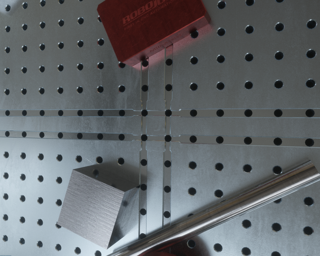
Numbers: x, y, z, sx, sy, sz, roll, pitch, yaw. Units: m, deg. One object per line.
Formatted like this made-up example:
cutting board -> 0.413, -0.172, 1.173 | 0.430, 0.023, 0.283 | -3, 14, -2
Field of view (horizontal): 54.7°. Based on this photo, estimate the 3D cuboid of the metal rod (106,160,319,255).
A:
metal rod -> 0.053, 0.120, 0.393 | 0.300, 0.025, 0.025 | -30, 80, 17

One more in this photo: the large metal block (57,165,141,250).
large metal block -> -0.084, 0.105, 0.428 | 0.080, 0.050, 0.080 | 19, 96, 18

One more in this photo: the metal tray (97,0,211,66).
metal tray -> -0.010, -0.152, 0.413 | 0.130, 0.030, 0.090 | -25, 82, 17

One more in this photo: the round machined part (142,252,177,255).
round machined part -> 0.006, 0.203, 0.395 | 0.098, 0.042, 0.097 | 2, 100, 14
